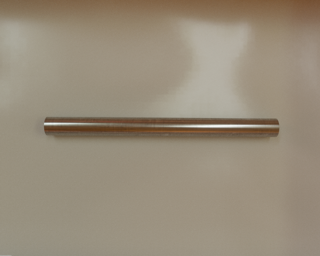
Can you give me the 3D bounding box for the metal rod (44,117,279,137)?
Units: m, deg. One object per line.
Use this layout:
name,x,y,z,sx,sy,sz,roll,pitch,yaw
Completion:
metal rod,0.003,-0.001,0.409,0.302,0.025,0.025,0,90,-1
